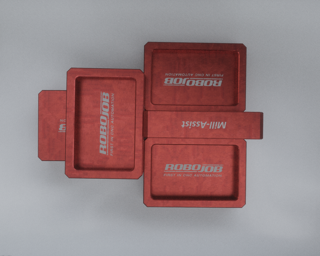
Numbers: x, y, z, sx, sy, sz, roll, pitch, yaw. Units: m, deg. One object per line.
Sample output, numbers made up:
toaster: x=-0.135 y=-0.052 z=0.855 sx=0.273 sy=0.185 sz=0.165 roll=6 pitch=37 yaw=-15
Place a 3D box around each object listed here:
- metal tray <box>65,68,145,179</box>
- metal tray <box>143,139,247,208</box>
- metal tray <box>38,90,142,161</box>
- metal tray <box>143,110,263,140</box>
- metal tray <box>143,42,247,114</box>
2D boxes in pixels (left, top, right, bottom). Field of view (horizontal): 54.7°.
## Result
metal tray: x=-0.065 y=-0.005 z=0.376 sx=0.091 sy=0.030 sz=0.129 roll=1 pitch=90 yaw=-1
metal tray: x=0.045 y=0.056 z=0.408 sx=0.131 sy=0.030 sz=0.089 roll=1 pitch=90 yaw=-1
metal tray: x=-0.088 y=-0.003 z=0.405 sx=0.131 sy=0.030 sz=0.089 roll=0 pitch=90 yaw=-1
metal tray: x=0.047 y=-0.004 z=0.377 sx=0.131 sy=0.090 sz=0.030 roll=1 pitch=90 yaw=-1
metal tray: x=0.045 y=-0.064 z=0.408 sx=0.131 sy=0.030 sz=0.089 roll=1 pitch=90 yaw=-1
